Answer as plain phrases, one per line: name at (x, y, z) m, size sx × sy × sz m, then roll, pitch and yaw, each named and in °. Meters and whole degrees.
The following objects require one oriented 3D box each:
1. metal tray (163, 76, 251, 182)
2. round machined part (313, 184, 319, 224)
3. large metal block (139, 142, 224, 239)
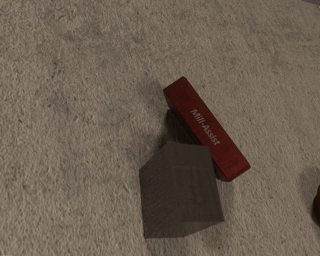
metal tray at (0.056, 0.006, 0.390) m, size 0.030 × 0.090 × 0.130 m, roll -35°, pitch 79°, yaw 0°
round machined part at (0.274, 0.125, 0.468) m, size 0.099 × 0.042 × 0.098 m, roll 14°, pitch 56°, yaw -21°
large metal block at (0.018, 0.071, 0.337) m, size 0.050 × 0.080 × 0.080 m, roll 7°, pitch 59°, yaw -25°
